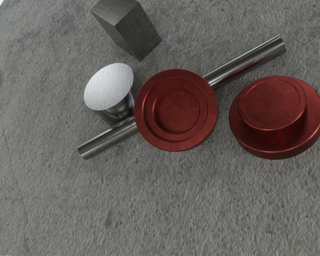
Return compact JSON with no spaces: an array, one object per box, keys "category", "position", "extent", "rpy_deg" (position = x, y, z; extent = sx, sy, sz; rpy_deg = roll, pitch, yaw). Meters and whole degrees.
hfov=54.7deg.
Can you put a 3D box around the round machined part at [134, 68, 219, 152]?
[{"category":"round machined part","position":[0.022,-0.020,0.377],"extent":[0.098,0.042,0.097],"rpy_deg":[-1,85,13]}]

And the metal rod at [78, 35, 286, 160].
[{"category":"metal rod","position":[0.021,-0.036,0.414],"extent":[0.300,0.025,0.025],"rpy_deg":[-28,52,10]}]

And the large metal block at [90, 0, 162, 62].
[{"category":"large metal block","position":[-0.054,-0.165,0.498],"extent":[0.050,0.080,0.080],"rpy_deg":[-46,51,-3]}]

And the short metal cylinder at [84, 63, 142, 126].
[{"category":"short metal cylinder","position":[-0.062,-0.047,0.449],"extent":[0.080,0.050,0.080],"rpy_deg":[-13,56,21]}]

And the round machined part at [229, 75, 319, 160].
[{"category":"round machined part","position":[0.124,-0.018,0.339],"extent":[0.098,0.042,0.098],"rpy_deg":[-13,56,21]}]
